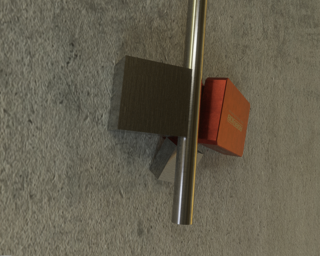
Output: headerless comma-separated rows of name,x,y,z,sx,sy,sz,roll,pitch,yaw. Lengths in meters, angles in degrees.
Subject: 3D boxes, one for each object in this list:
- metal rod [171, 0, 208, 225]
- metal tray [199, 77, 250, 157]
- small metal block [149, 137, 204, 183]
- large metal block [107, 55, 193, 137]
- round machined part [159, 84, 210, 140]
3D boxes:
metal rod,0.038,-0.036,0.383,0.025,0.025,0.298,10,82,-40
metal tray,0.097,-0.011,0.455,0.130,0.030,0.090,24,75,-59
small metal block,0.022,0.045,0.412,0.050,0.025,0.050,20,103,-38
large metal block,-0.013,-0.033,0.365,0.081,0.050,0.080,7,85,-22
round machined part,0.040,-0.025,0.428,0.099,0.042,0.097,0,90,-40
